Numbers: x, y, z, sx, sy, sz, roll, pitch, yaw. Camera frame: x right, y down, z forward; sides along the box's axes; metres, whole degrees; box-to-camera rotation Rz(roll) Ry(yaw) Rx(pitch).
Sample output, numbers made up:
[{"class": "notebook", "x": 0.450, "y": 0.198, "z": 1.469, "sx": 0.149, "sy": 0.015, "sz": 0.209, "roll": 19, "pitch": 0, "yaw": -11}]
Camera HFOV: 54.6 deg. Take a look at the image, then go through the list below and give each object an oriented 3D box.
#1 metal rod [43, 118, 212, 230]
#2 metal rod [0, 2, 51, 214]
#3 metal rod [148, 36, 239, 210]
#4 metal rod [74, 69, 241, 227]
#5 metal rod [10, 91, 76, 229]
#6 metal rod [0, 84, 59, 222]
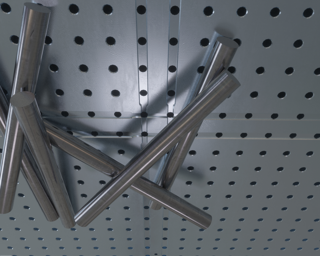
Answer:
[{"class": "metal rod", "x": -0.047, "y": 0.070, "z": 0.447, "sx": 0.301, "sy": 0.025, "sz": 0.025, "roll": 33, "pitch": 123, "yaw": -17}, {"class": "metal rod", "x": -0.176, "y": -0.002, "z": 0.382, "sx": 0.025, "sy": 0.025, "sz": 0.298, "roll": 17, "pitch": 120, "yaw": -14}, {"class": "metal rod", "x": 0.032, "y": 0.017, "z": 0.426, "sx": 0.025, "sy": 0.025, "sz": 0.298, "roll": 12, "pitch": 129, "yaw": -10}, {"class": "metal rod", "x": -0.019, "y": 0.040, "z": 0.396, "sx": 0.025, "sy": 0.025, "sz": 0.299, "roll": 33, "pitch": 118, "yaw": -25}, {"class": "metal rod", "x": -0.154, "y": 0.068, "z": 0.442, "sx": 0.025, "sy": 0.025, "sz": 0.298, "roll": 2, "pitch": 138, "yaw": -2}, {"class": "metal rod", "x": -0.196, "y": 0.039, "z": 0.442, "sx": 0.025, "sy": 0.025, "sz": 0.298, "roll": -3, "pitch": 130, "yaw": 2}]
